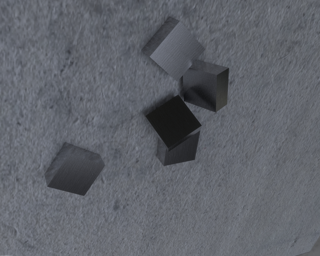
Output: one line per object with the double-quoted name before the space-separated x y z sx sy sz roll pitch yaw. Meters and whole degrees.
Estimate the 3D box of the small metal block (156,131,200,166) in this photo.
"small metal block" 0.025 0.022 0.436 0.050 0.025 0.050 -8 122 -25

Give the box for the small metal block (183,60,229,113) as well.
"small metal block" 0.057 -0.053 0.387 0.025 0.050 0.050 -34 133 -36

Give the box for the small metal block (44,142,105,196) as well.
"small metal block" -0.105 0.052 0.382 0.050 0.025 0.050 27 104 -38

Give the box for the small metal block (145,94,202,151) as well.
"small metal block" 0.017 -0.006 0.395 0.050 0.050 0.025 -34 167 -7

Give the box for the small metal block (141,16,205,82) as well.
"small metal block" 0.016 -0.091 0.361 0.050 0.025 0.050 -49 129 6
